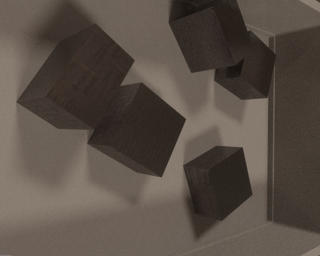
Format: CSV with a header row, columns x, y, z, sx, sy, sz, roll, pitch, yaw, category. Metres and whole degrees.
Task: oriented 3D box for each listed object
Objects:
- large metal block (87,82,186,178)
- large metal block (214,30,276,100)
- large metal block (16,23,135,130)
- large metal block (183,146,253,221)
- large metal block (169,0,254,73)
x,y,z,sx,sy,sz,roll,pitch,yaw,category
-0.025,0.003,0.371,0.080,0.050,0.080,37,67,-34,large metal block
0.142,-0.100,0.513,0.080,0.050,0.080,25,74,-38,large metal block
-0.083,-0.045,0.302,0.050,0.080,0.080,40,65,-33,large metal block
0.089,0.080,0.468,0.081,0.050,0.080,-25,106,-38,large metal block
0.071,-0.129,0.433,0.050,0.080,0.080,-42,116,-32,large metal block
